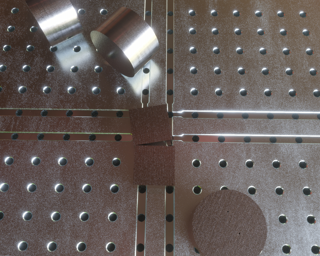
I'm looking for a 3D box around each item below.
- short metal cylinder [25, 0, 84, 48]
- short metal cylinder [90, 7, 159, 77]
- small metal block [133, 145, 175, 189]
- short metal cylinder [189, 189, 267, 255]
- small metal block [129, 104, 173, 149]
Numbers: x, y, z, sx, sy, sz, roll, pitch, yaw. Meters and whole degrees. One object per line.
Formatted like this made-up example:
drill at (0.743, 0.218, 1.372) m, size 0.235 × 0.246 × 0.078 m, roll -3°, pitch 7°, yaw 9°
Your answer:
short metal cylinder at (-0.152, -0.162, 0.440) m, size 0.050 × 0.080 × 0.080 m, roll -30°, pitch 73°, yaw -10°
short metal cylinder at (-0.048, -0.116, 0.425) m, size 0.080 × 0.080 × 0.050 m, roll 39°, pitch 75°, yaw 13°
small metal block at (-0.007, 0.050, 0.393) m, size 0.050 × 0.025 × 0.050 m, roll 1°, pitch 70°, yaw 0°
short metal cylinder at (0.075, 0.115, 0.357) m, size 0.081 × 0.050 × 0.080 m, roll 0°, pitch 70°, yaw 0°
small metal block at (-0.012, -0.001, 0.412) m, size 0.050 × 0.025 × 0.050 m, roll -9°, pitch 70°, yaw -3°
